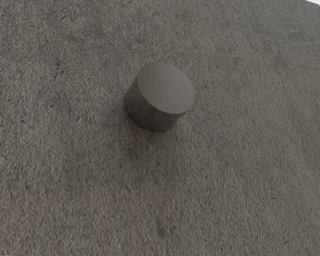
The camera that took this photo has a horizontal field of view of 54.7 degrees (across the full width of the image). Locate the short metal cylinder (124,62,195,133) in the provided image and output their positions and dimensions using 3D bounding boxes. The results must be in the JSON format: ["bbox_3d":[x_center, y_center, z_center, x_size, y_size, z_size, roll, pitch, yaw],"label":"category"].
[{"bbox_3d":[-0.002,-0.041,0.412,0.081,0.050,0.080,14,56,-21],"label":"short metal cylinder"}]
